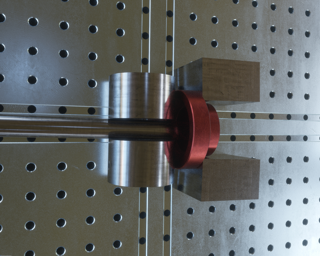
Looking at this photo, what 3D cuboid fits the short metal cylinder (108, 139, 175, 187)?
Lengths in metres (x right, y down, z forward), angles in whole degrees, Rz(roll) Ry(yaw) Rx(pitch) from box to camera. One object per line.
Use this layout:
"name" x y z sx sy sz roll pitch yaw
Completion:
"short metal cylinder" -0.022 0.039 0.374 0.081 0.080 0.050 1 90 -20

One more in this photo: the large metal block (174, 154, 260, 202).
"large metal block" 0.073 0.062 0.411 0.081 0.080 0.050 3 89 -20

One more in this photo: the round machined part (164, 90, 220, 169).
"round machined part" 0.040 0.002 0.388 0.042 0.098 0.097 1 90 -20

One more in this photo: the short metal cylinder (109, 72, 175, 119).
"short metal cylinder" -0.022 -0.036 0.375 0.081 0.080 0.050 1 91 -20

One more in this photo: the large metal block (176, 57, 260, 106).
"large metal block" 0.073 -0.058 0.411 0.081 0.080 0.050 0 90 -20

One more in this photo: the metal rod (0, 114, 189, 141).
"metal rod" -0.105 0.000 0.361 0.302 0.025 0.025 2 90 -16
